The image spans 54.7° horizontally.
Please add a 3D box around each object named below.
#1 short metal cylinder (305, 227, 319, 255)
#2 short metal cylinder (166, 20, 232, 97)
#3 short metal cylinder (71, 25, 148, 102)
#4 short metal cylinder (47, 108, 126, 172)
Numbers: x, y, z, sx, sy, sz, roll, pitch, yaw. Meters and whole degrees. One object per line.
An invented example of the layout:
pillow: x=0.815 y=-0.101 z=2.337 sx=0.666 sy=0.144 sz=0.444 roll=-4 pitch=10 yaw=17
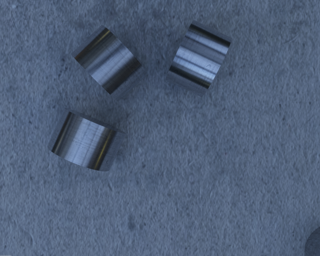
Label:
short metal cylinder: x=0.239 y=0.171 z=0.401 sx=0.081 sy=0.050 sz=0.079 roll=0 pitch=90 yaw=-1
short metal cylinder: x=0.047 y=-0.085 z=0.383 sx=0.050 sy=0.080 sz=0.080 roll=26 pitch=90 yaw=-1
short metal cylinder: x=-0.061 y=-0.078 z=0.382 sx=0.050 sy=0.080 sz=0.080 roll=-44 pitch=91 yaw=0
short metal cylinder: x=-0.089 y=0.014 z=0.381 sx=0.080 sy=0.080 sz=0.050 roll=23 pitch=90 yaw=-1
